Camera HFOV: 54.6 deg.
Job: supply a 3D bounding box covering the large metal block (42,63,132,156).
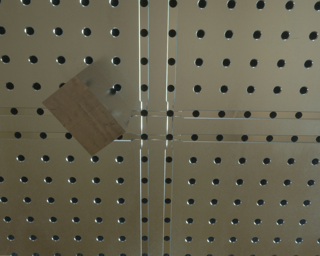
[{"bbox_3d":[-0.082,-0.025,0.374,0.050,0.080,0.080,-35,106,12],"label":"large metal block"}]
